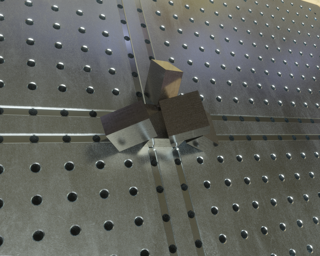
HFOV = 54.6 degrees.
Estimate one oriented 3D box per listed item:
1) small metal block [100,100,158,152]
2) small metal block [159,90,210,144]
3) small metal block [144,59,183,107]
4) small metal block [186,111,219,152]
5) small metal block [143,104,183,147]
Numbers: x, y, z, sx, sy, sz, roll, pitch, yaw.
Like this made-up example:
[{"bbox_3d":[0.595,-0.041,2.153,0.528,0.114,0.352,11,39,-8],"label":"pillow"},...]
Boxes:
[{"bbox_3d":[-0.035,-0.001,0.361,0.050,0.050,0.025,-22,64,0],"label":"small metal block"},{"bbox_3d":[0.030,-0.013,0.385,0.050,0.025,0.050,-15,65,1],"label":"small metal block"},{"bbox_3d":[0.003,-0.060,0.417,0.025,0.050,0.050,3,25,-26],"label":"small metal block"},{"bbox_3d":[0.053,0.000,0.422,0.050,0.025,0.050,27,45,-52],"label":"small metal block"},{"bbox_3d":[0.001,-0.003,0.410,0.050,0.025,0.050,2,61,-27],"label":"small metal block"}]
